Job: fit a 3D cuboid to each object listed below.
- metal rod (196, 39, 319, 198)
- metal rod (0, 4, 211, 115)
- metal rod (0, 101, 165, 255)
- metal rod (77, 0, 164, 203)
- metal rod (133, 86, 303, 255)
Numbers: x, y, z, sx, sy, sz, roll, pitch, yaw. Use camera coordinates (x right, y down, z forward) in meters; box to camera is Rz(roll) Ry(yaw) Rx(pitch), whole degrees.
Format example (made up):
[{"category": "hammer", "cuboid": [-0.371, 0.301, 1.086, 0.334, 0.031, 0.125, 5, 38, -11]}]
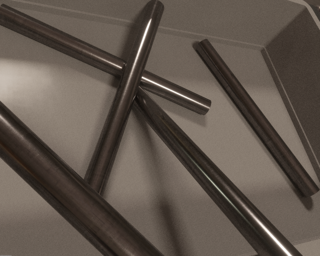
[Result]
[{"category": "metal rod", "cuboid": [0.152, -0.023, 0.503, 0.025, 0.025, 0.299, -24, 75, -37]}, {"category": "metal rod", "cuboid": [-0.064, -0.087, 0.424, 0.302, 0.025, 0.025, 23, 53, -15]}, {"category": "metal rod", "cuboid": [-0.104, -0.001, 0.199, 0.300, 0.025, 0.025, 43, 51, 1]}, {"category": "metal rod", "cuboid": [-0.040, -0.052, 0.391, 0.025, 0.025, 0.300, 23, 61, -15]}, {"category": "metal rod", "cuboid": [0.037, 0.035, 0.318, 0.025, 0.025, 0.300, -7, 37, -32]}]
